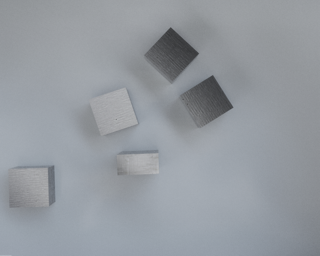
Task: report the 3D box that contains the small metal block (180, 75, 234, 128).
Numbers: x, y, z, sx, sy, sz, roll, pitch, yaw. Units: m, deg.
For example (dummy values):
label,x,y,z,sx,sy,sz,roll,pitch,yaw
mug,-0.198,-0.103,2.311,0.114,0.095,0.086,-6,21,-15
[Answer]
label,x,y,z,sx,sy,sz,roll,pitch,yaw
small metal block,0.060,-0.034,0.412,0.050,0.025,0.050,-32,90,-1

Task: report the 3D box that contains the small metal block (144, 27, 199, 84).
label,x,y,z,sx,sy,sz,roll,pitch,yaw
small metal block,0.015,-0.095,0.412,0.050,0.025,0.050,43,90,-1

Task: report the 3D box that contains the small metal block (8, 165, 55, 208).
label,x,y,z,sx,sy,sz,roll,pitch,yaw
small metal block,-0.168,0.077,0.409,0.050,0.025,0.050,-2,90,-1

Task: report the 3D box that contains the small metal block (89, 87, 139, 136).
label,x,y,z,sx,sy,sz,roll,pitch,yaw
small metal block,-0.060,-0.021,0.411,0.050,0.025,0.050,-19,90,-1

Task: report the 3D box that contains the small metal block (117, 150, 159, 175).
label,x,y,z,sx,sy,sz,roll,pitch,yaw
small metal block,-0.027,0.044,0.399,0.050,0.050,0.025,-2,90,-1
